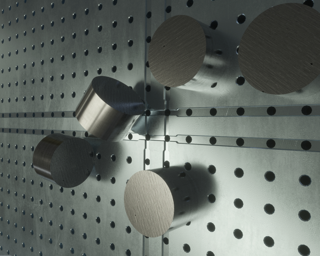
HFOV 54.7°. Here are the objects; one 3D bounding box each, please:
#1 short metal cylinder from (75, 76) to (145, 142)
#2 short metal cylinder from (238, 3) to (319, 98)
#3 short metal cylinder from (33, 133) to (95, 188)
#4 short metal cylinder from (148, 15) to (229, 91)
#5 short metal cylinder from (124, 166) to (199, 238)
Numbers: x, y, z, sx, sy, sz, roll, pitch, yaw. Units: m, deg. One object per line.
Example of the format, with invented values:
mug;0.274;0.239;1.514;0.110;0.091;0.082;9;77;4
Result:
short metal cylinder;-0.068;-0.027;0.428;0.080;0.081;0.050;52;120;27
short metal cylinder;0.122;-0.069;0.292;0.080;0.050;0.079;0;90;39
short metal cylinder;-0.153;0.051;0.497;0.050;0.081;0.079;10;96;39
short metal cylinder;0.033;-0.086;0.364;0.080;0.050;0.079;0;90;39
short metal cylinder;0.001;0.091;0.391;0.080;0.050;0.079;0;90;39
